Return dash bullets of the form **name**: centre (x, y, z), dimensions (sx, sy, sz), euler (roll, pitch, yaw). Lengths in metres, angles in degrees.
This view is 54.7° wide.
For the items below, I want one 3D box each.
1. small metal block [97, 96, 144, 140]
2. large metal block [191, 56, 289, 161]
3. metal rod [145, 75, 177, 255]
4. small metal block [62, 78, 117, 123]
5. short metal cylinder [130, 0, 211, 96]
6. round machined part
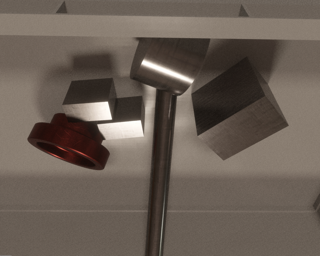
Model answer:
- **small metal block**: centre (-0.046, -0.013, 0.381), dimensions (0.050, 0.050, 0.025), euler (-5, 130, 4)
- **large metal block**: centre (0.086, -0.023, 0.355), dimensions (0.080, 0.080, 0.050), euler (-33, 123, 24)
- **metal rod**: centre (-0.001, 0.080, 0.400), dimensions (0.025, 0.025, 0.298), euler (3, 106, -3)
- **small metal block**: centre (-0.081, -0.033, 0.363), dimensions (0.050, 0.050, 0.025), euler (-4, 130, 3)
- **short metal cylinder**: centre (0.008, -0.078, 0.307), dimensions (0.050, 0.080, 0.079), euler (19, 128, -16)
- **round machined part**: centre (-0.109, 0.015, 0.390), dimensions (0.098, 0.042, 0.098), euler (17, 160, 7)
